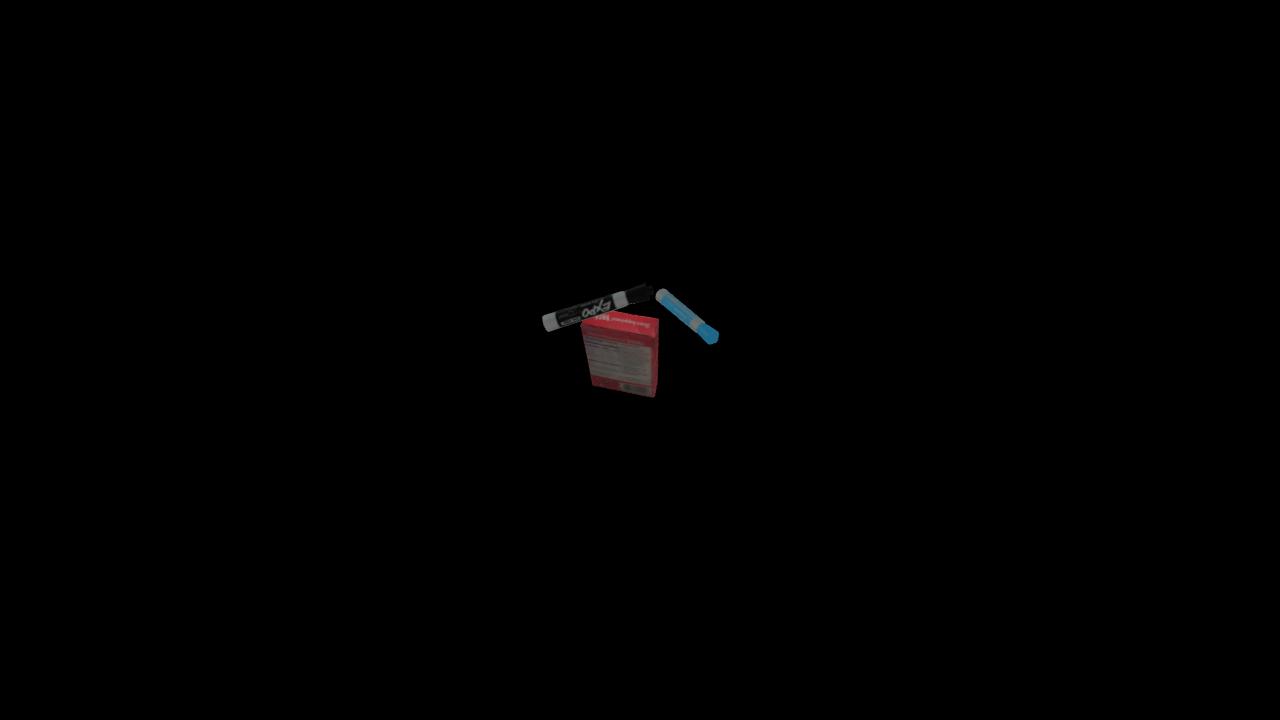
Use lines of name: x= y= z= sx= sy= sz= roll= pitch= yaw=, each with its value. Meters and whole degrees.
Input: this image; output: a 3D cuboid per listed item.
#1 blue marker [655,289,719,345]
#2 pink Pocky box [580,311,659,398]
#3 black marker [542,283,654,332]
blue marker: x=0.058 y=-0.054 z=0.758 sx=0.020 sy=0.020 sz=0.121 roll=0 pitch=31 yaw=-36
pink Pocky box: x=-0.020 y=-0.006 z=0.729 sx=0.084 sy=0.029 sz=0.155 roll=10 pitch=-27 yaw=7
black marker: x=-0.044 y=-0.056 z=0.648 sx=0.121 sy=0.020 sz=0.020 roll=-17 pitch=-2 yaw=8
